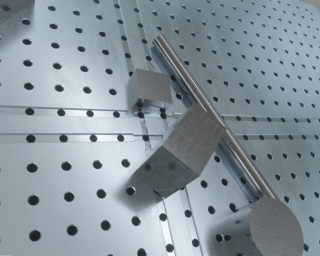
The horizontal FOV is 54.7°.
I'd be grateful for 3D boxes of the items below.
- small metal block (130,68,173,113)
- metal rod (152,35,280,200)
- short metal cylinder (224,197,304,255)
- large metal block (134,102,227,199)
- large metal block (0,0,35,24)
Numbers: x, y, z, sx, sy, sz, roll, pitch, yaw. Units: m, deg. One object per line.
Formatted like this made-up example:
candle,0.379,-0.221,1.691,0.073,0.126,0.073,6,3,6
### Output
small metal block,-0.013,-0.052,0.435,0.050,0.025,0.050,7,59,-25
metal rod,0.076,-0.017,0.461,0.025,0.025,0.299,-23,74,-37
short metal cylinder,0.127,0.132,0.382,0.081,0.050,0.080,14,56,-21
large metal block,0.024,0.028,0.370,0.050,0.080,0.080,40,51,-2
large metal block,-0.215,-0.185,0.389,0.080,0.050,0.080,35,51,-6
